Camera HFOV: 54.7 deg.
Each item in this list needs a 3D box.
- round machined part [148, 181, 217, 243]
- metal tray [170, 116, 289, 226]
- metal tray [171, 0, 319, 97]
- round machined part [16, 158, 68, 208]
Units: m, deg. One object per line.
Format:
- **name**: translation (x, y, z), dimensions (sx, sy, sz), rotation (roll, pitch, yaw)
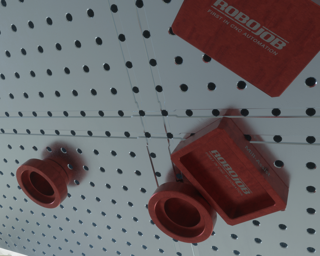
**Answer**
- **round machined part**: translation (0.036, 0.117, 0.453), dimensions (0.098, 0.042, 0.097), rotation (13, 124, 20)
- **metal tray**: translation (0.088, 0.059, 0.397), dimensions (0.130, 0.030, 0.090), rotation (49, 128, -7)
- **metal tray**: translation (0.087, -0.101, 0.299), dimensions (0.130, 0.030, 0.089), rotation (35, 129, 4)
- **round machined part**: translation (-0.209, 0.096, 0.567), dimensions (0.098, 0.042, 0.097), rotation (13, 124, 20)
